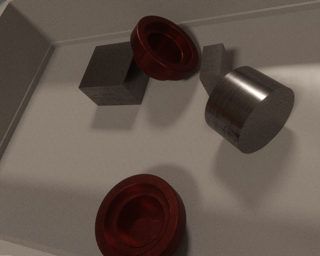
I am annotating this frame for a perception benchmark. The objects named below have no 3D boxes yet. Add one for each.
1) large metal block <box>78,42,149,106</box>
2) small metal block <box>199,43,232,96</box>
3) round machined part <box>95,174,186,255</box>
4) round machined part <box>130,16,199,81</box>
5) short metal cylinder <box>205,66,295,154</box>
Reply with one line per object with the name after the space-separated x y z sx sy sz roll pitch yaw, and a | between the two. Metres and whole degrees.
-0.065 -0.082 0.471 0.080 0.050 0.080 1 62 29 | large metal block
0.072 -0.070 0.394 0.025 0.050 0.050 -4 60 26 | small metal block
-0.018 0.103 0.338 0.098 0.042 0.098 -13 54 19 | round machined part
0.002 -0.105 0.433 0.042 0.099 0.098 -43 40 45 | round machined part
0.095 -0.019 0.332 0.080 0.080 0.050 -44 51 -3 | short metal cylinder
